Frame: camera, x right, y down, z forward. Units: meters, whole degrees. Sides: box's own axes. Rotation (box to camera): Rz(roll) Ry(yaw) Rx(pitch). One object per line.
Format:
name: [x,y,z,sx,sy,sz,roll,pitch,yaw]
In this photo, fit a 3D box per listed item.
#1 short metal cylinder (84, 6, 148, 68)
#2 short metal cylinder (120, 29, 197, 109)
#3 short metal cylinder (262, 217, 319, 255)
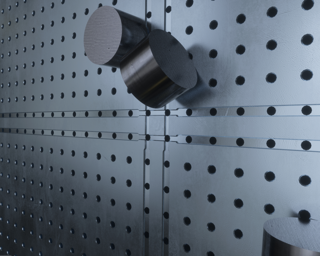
short metal cylinder: [-0.064,-0.127,0.443,0.080,0.050,0.079,0,90,39]
short metal cylinder: [-0.001,-0.070,0.372,0.050,0.081,0.080,-31,71,35]
short metal cylinder: [0.130,0.115,0.266,0.080,0.081,0.050,5,94,39]
